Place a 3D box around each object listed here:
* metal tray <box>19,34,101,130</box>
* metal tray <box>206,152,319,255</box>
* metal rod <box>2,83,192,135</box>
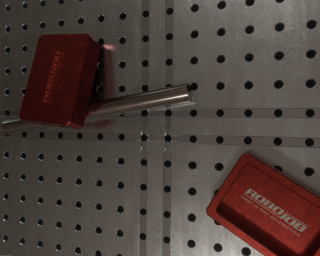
[{"bbox_3d":[-0.142,-0.068,0.442,0.090,0.030,0.129,6,80,22],"label":"metal tray"},{"bbox_3d":[0.133,0.099,0.362,0.130,0.030,0.090,33,100,16],"label":"metal tray"},{"bbox_3d":[-0.102,-0.024,0.447,0.301,0.025,0.025,-9,87,19],"label":"metal rod"}]
